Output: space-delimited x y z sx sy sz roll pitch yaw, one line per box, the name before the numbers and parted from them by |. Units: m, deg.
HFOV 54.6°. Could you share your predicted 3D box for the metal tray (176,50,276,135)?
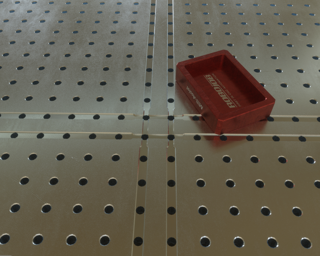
metal tray | 0.090 -0.057 0.452 0.091 0.030 0.130 -19 53 -15
